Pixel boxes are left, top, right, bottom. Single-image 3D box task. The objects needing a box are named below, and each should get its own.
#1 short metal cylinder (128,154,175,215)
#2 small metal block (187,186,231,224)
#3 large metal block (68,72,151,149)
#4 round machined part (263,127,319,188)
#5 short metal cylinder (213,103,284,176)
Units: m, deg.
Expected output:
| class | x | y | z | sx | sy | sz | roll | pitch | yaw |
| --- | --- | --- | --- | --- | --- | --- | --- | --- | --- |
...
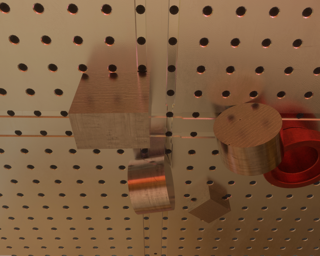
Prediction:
| class | x | y | z | sx | sy | sz | roll | pitch | yaw |
| --- | --- | --- | --- | --- | --- | --- | --- | --- | --- |
| short metal cylinder | -0.011 | 0.080 | 0.444 | 0.050 | 0.080 | 0.080 | -10 | 130 | 8 |
| small metal block | 0.082 | 0.131 | 0.524 | 0.050 | 0.025 | 0.050 | 34 | 122 | -26 |
| large metal block | -0.051 | -0.022 | 0.356 | 0.081 | 0.080 | 0.050 | -1 | 130 | 0 |
| round machined part | 0.189 | 0.038 | 0.434 | 0.099 | 0.042 | 0.097 | -1 | 131 | 0 |
| short metal cylinder | 0.111 | 0.013 | 0.387 | 0.080 | 0.080 | 0.050 | -13 | 129 | 11 |
